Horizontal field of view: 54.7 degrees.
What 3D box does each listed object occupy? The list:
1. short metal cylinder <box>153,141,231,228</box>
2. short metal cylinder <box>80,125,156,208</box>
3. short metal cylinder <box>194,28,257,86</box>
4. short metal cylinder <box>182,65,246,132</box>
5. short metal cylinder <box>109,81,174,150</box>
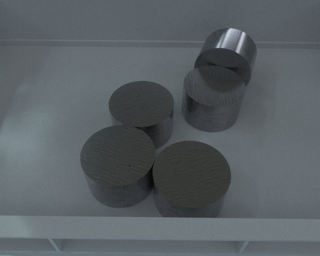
[{"bbox_3d":[0.033,0.061,0.338,0.080,0.050,0.080,0,50,0],"label":"short metal cylinder"},{"bbox_3d":[-0.045,0.043,0.352,0.080,0.050,0.080,0,50,0],"label":"short metal cylinder"},{"bbox_3d":[0.096,-0.096,0.451,0.080,0.080,0.050,16,52,13],"label":"short metal cylinder"},{"bbox_3d":[0.071,-0.041,0.423,0.080,0.050,0.080,0,50,0],"label":"short metal cylinder"},{"bbox_3d":[-0.023,-0.016,0.402,0.080,0.050,0.080,0,50,0],"label":"short metal cylinder"}]
